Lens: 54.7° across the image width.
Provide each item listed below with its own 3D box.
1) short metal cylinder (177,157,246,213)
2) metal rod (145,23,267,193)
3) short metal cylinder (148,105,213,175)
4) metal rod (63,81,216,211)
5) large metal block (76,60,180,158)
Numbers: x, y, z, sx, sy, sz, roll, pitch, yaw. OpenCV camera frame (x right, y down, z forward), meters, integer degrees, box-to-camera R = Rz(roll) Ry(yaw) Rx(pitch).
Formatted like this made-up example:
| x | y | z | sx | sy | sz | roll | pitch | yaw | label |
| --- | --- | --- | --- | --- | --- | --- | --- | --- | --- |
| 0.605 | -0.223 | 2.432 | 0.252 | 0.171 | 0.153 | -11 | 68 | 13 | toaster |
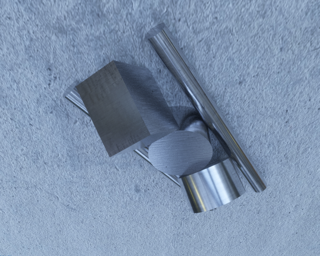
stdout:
| x | y | z | sx | sy | sz | roll | pitch | yaw | label |
| --- | --- | --- | --- | --- | --- | --- | --- | --- | --- |
| 0.071 | 0.078 | 0.432 | 0.080 | 0.080 | 0.050 | -25 | 84 | 19 | short metal cylinder |
| 0.075 | -0.005 | 0.404 | 0.025 | 0.025 | 0.300 | -26 | 126 | 20 | metal rod |
| 0.026 | 0.017 | 0.407 | 0.081 | 0.050 | 0.079 | 0 | 130 | 0 | short metal cylinder |
| -0.010 | 0.040 | 0.442 | 0.025 | 0.025 | 0.300 | -33 | 123 | 25 | metal rod |
| -0.031 | -0.021 | 0.334 | 0.050 | 0.080 | 0.080 | -30 | 83 | 22 | large metal block |
